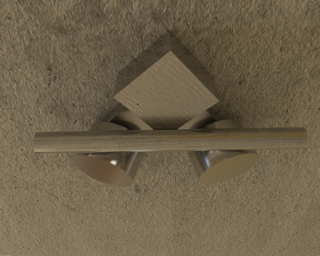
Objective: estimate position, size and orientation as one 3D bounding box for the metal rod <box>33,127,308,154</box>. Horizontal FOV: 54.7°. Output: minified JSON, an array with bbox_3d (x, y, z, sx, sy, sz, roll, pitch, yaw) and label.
[{"bbox_3d":[0.011,0.014,0.353,0.302,0.025,0.025,-1,130,0],"label":"metal rod"}]

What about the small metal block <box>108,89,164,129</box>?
[{"bbox_3d":[-0.030,-0.014,0.397,0.050,0.025,0.050,-36,122,25],"label":"small metal block"}]

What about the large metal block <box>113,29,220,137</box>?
[{"bbox_3d":[0.007,-0.047,0.350,0.080,0.050,0.080,-35,122,25],"label":"large metal block"}]

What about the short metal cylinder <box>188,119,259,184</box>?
[{"bbox_3d":[0.079,0.032,0.402,0.081,0.050,0.080,-15,150,-9],"label":"short metal cylinder"}]

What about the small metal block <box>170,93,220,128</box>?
[{"bbox_3d":[0.043,-0.012,0.398,0.050,0.025,0.050,-36,122,26],"label":"small metal block"}]

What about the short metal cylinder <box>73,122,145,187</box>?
[{"bbox_3d":[-0.064,0.036,0.403,0.080,0.050,0.080,15,149,10],"label":"short metal cylinder"}]
